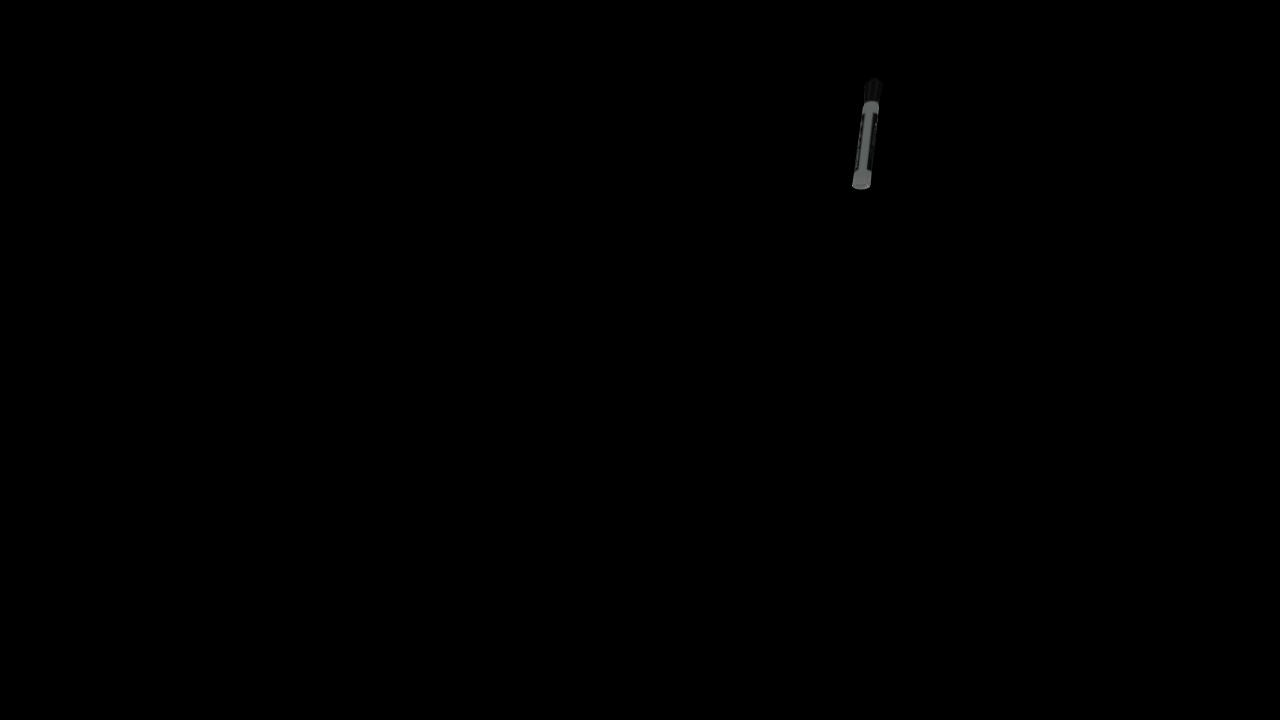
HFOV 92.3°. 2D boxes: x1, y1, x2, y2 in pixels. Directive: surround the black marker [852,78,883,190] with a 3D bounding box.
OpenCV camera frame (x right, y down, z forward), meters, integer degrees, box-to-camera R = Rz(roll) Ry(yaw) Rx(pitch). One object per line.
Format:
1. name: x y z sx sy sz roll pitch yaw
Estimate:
1. black marker: 0.246 -0.245 0.663 0.020 0.121 0.020 9 -5 1
